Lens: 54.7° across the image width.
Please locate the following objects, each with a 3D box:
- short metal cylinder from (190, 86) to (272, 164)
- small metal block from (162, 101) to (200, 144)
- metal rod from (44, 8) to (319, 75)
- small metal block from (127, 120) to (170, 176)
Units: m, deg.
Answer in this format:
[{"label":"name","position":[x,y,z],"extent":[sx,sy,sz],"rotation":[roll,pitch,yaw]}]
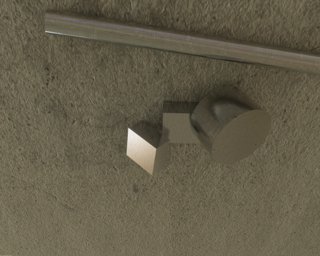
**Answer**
[{"label":"short metal cylinder","position":[0.084,-0.003,0.371],"extent":[0.081,0.050,0.079],"rotation":[-17,134,-18]},{"label":"small metal block","position":[0.028,-0.007,0.402],"extent":[0.050,0.025,0.050],"rotation":[1,130,-2]},{"label":"metal rod","position":[0.036,-0.090,0.331],"extent":[0.302,0.025,0.025],"rotation":[7,130,-7]},{"label":"small metal block","position":[-0.017,0.026,0.411],"extent":[0.050,0.025,0.050],"rotation":[35,137,28]}]
